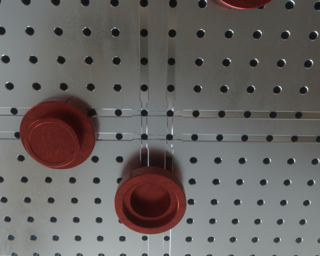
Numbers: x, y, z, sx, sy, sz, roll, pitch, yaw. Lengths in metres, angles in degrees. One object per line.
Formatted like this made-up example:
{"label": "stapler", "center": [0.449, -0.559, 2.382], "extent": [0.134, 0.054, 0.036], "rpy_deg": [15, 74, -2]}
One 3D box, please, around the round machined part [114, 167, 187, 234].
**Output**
{"label": "round machined part", "center": [-0.013, 0.098, 0.440], "extent": [0.099, 0.042, 0.097], "rpy_deg": [0, 110, 0]}

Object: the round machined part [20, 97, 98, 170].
{"label": "round machined part", "center": [-0.135, 0.012, 0.408], "extent": [0.099, 0.042, 0.097], "rpy_deg": [0, 110, 0]}

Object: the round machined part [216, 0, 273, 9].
{"label": "round machined part", "center": [0.093, -0.182, 0.338], "extent": [0.099, 0.042, 0.097], "rpy_deg": [0, 110, 0]}
